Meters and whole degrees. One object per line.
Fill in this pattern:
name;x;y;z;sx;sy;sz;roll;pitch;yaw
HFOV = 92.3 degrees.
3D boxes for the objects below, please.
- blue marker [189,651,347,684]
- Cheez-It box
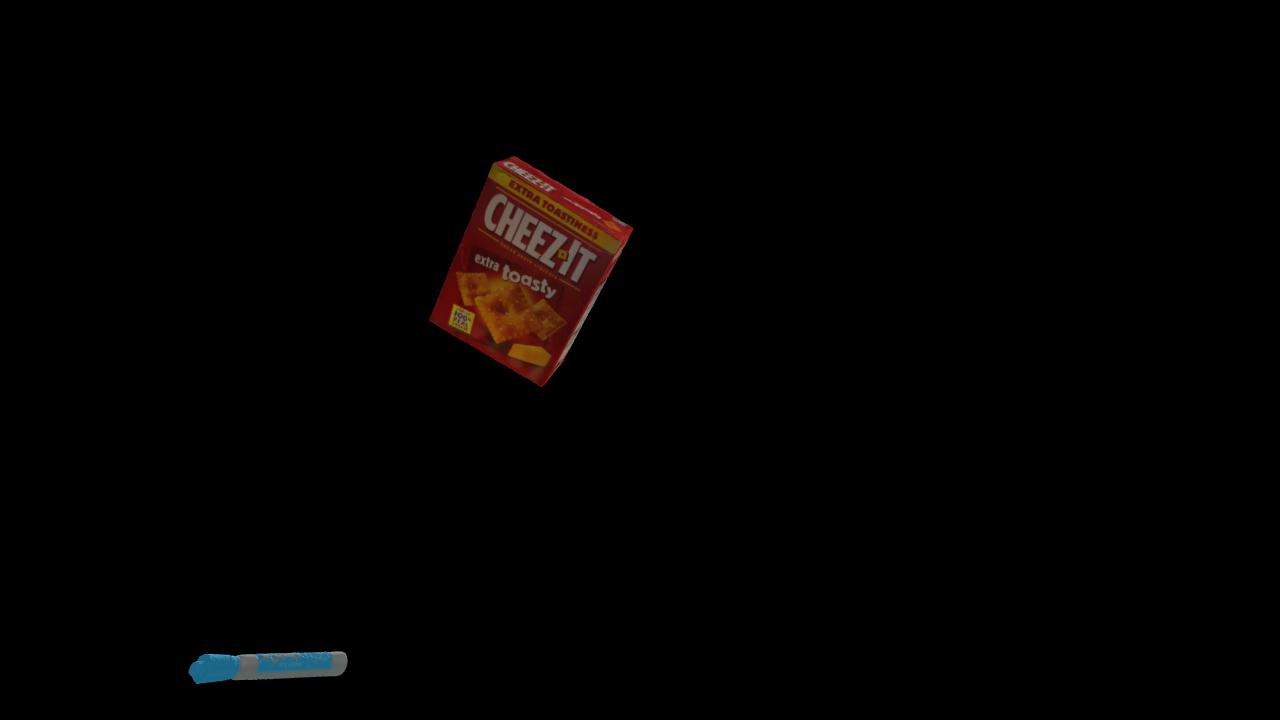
blue marker;-0.281;0.235;0.472;0.020;0.020;0.121;0;-22;28
Cheez-It box;-0.132;-0.100;0.734;0.166;0.223;0.071;31;27;-3
